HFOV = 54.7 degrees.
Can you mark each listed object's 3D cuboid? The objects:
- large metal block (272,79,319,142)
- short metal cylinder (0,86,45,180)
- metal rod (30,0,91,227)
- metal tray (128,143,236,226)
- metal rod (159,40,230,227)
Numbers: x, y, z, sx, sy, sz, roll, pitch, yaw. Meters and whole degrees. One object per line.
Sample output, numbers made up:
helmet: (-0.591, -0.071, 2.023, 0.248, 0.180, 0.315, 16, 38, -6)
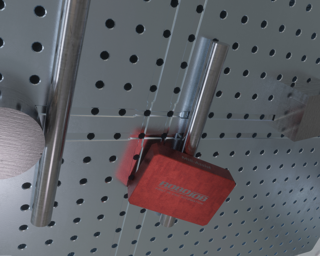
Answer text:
large metal block: (0.242, -0.030, 0.509, 0.081, 0.050, 0.079, -9, 123, -24)
short metal cylinder: (-0.161, 0.005, 0.310, 0.081, 0.050, 0.079, -14, 124, -21)
metal rod: (-0.113, -0.012, 0.342, 0.025, 0.025, 0.298, 3, 117, -30)
metal tray: (0.030, 0.084, 0.447, 0.131, 0.030, 0.089, 22, 112, -18)
metal rod: (0.043, 0.025, 0.449, 0.025, 0.025, 0.298, -1, 119, -28)
